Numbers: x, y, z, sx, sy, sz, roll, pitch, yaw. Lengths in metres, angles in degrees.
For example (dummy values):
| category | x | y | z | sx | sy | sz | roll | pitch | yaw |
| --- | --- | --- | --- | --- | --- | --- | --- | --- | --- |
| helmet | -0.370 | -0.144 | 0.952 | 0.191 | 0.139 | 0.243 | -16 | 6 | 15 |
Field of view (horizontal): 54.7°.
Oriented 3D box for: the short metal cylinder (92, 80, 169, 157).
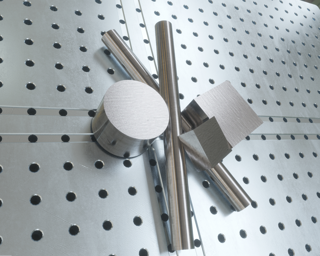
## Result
| category | x | y | z | sx | sy | sz | roll | pitch | yaw |
| --- | --- | --- | --- | --- | --- | --- | --- | --- | --- |
| short metal cylinder | -0.036 | -0.011 | 0.375 | 0.081 | 0.050 | 0.080 | 14 | 56 | -21 |

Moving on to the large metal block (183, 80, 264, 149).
| category | x | y | z | sx | sy | sz | roll | pitch | yaw |
| --- | --- | --- | --- | --- | --- | --- | --- | --- | --- |
| large metal block | 0.085 | -0.011 | 0.439 | 0.081 | 0.050 | 0.080 | -31 | 79 | -38 |

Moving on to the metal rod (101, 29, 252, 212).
| category | x | y | z | sx | sy | sz | roll | pitch | yaw |
| --- | --- | --- | --- | --- | --- | --- | --- | --- | --- |
| metal rod | 0.018 | -0.015 | 0.423 | 0.025 | 0.025 | 0.300 | -32 | 80 | -38 |

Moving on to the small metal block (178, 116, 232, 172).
| category | x | y | z | sx | sy | sz | roll | pitch | yaw |
| --- | --- | --- | --- | --- | --- | --- | --- | --- | --- |
| small metal block | 0.057 | 0.019 | 0.382 | 0.050 | 0.025 | 0.050 | -30 | 93 | -46 |

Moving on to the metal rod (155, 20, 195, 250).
| category | x | y | z | sx | sy | sz | roll | pitch | yaw |
| --- | --- | --- | --- | --- | --- | --- | --- | --- | --- |
| metal rod | 0.015 | -0.007 | 0.391 | 0.025 | 0.025 | 0.299 | 6 | 67 | -25 |
